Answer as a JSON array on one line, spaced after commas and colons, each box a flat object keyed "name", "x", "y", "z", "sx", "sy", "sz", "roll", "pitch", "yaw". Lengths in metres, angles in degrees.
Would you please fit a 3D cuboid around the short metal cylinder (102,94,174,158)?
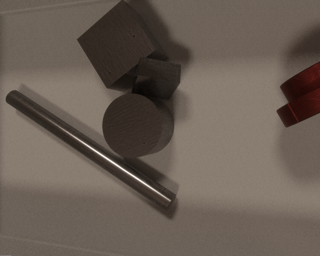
[{"name": "short metal cylinder", "x": -0.027, "y": -0.003, "z": 0.406, "sx": 0.080, "sy": 0.050, "sz": 0.079, "roll": 0, "pitch": 90, "yaw": 19}]

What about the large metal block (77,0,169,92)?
[{"name": "large metal block", "x": -0.049, "y": -0.106, "z": 0.413, "sx": 0.080, "sy": 0.050, "sz": 0.080, "roll": -35, "pitch": 79, "yaw": 16}]

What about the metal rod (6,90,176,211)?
[{"name": "metal rod", "x": -0.109, "y": 0.025, "z": 0.447, "sx": 0.301, "sy": 0.025, "sz": 0.025, "roll": 31, "pitch": 100, "yaw": 17}]

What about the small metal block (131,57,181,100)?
[{"name": "small metal block", "x": -0.006, "y": -0.060, "z": 0.386, "sx": 0.050, "sy": 0.050, "sz": 0.025, "roll": 9, "pitch": 69, "yaw": -12}]

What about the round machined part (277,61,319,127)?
[{"name": "round machined part", "x": 0.164, "y": -0.041, "z": 0.314, "sx": 0.098, "sy": 0.098, "sz": 0.042, "roll": -29, "pitch": 81, "yaw": 17}]
